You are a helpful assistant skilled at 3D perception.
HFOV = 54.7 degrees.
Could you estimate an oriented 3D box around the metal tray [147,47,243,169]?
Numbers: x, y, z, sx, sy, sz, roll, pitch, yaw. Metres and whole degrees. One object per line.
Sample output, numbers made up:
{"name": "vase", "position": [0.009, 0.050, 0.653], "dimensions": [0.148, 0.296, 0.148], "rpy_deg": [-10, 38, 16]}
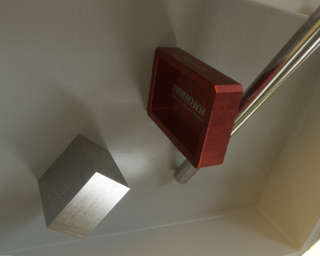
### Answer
{"name": "metal tray", "position": [0.029, -0.028, 0.341], "dimensions": [0.030, 0.130, 0.089], "rpy_deg": [-6, 121, -26]}

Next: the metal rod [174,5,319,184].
{"name": "metal rod", "position": [0.092, -0.013, 0.374], "dimensions": [0.025, 0.025, 0.298], "rpy_deg": [1, 143, -29]}

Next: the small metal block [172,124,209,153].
{"name": "small metal block", "position": [0.045, 0.001, 0.436], "dimensions": [0.050, 0.025, 0.050], "rpy_deg": [-15, 125, -20]}

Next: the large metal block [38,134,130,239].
{"name": "large metal block", "position": [-0.093, 0.067, 0.365], "dimensions": [0.080, 0.080, 0.050], "rpy_deg": [-48, 129, 5]}
